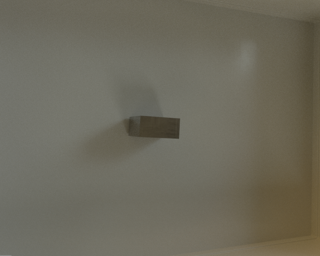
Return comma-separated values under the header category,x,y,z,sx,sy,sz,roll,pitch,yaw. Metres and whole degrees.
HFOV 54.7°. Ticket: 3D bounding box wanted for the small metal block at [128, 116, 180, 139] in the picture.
category,x,y,z,sx,sy,sz,roll,pitch,yaw
small metal block,-0.008,-0.001,0.391,0.050,0.050,0.025,3,89,-20
